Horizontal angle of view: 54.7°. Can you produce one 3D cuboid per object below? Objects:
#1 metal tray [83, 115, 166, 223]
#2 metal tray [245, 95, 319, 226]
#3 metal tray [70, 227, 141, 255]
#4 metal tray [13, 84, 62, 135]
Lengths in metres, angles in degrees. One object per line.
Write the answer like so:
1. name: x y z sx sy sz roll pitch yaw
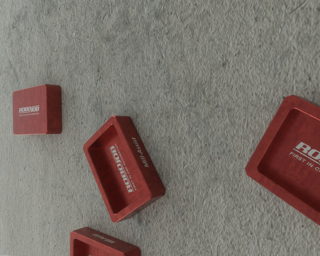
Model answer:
1. metal tray: -0.056 0.058 0.447 0.090 0.030 0.130 -41 65 32
2. metal tray: 0.153 0.038 0.274 0.130 0.030 0.089 36 112 34
3. metal tray: -0.088 0.213 0.474 0.130 0.030 0.089 3 92 40
4. metal tray: -0.240 -0.032 0.600 0.130 0.030 0.089 -2 89 40
